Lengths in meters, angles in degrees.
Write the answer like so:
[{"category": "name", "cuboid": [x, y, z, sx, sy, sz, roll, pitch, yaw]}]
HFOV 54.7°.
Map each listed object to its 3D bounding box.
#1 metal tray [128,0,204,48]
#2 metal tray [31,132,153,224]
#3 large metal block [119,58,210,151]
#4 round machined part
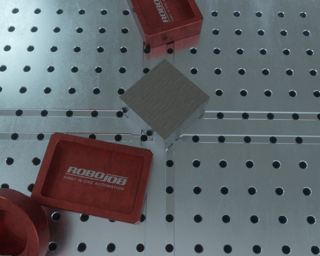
[{"category": "metal tray", "cuboid": [0.001, -0.195, 0.480, 0.091, 0.030, 0.130, -19, 71, -7]}, {"category": "metal tray", "cuboid": [-0.080, 0.062, 0.385, 0.131, 0.030, 0.090, 11, 70, 3]}, {"category": "large metal block", "cuboid": [0.006, -0.030, 0.409, 0.080, 0.050, 0.080, 43, 75, 14]}, {"category": "round machined part", "cuboid": [-0.167, 0.113, 0.345, 0.098, 0.042, 0.097, 2, 100, 12]}]
